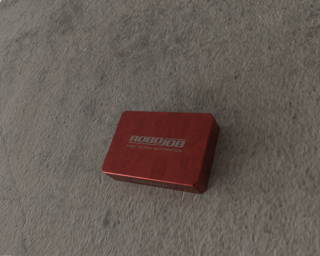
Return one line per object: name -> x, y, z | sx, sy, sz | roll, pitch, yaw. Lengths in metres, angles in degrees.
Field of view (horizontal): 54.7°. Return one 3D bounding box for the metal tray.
metal tray -> 0.000, 0.026, 0.384 | 0.130, 0.030, 0.090 | 3, 63, 29
